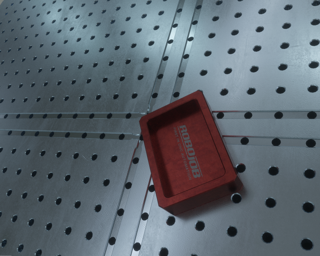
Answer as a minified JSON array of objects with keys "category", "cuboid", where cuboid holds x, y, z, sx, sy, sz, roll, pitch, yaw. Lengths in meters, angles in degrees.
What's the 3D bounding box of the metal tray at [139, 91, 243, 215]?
[{"category":"metal tray","cuboid":[0.031,0.026,0.371,0.090,0.030,0.130,-25,53,12]}]
